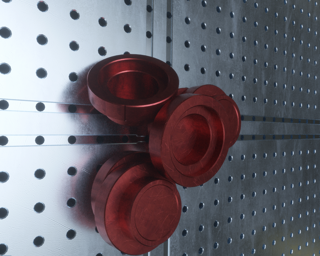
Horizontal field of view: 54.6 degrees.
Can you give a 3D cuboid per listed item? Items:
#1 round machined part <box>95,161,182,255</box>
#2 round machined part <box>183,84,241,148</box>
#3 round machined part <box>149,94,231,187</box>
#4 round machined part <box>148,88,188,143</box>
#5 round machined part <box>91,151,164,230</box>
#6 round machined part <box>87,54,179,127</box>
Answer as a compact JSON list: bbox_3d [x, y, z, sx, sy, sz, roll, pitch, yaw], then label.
[{"bbox_3d":[-0.015,0.085,0.329,0.099,0.042,0.097,0,90,-40],"label":"round machined part"},{"bbox_3d":[0.066,-0.007,0.397,0.099,0.042,0.097,1,89,-40],"label":"round machined part"},{"bbox_3d":[0.028,0.011,0.337,0.099,0.042,0.097,-8,103,-36],"label":"round machined part"},{"bbox_3d":[0.036,-0.003,0.400,0.099,0.042,0.097,0,90,-40],"label":"round machined part"},{"bbox_3d":[-0.024,0.076,0.350,0.099,0.042,0.097,0,90,-40],"label":"round machined part"},{"bbox_3d":[-0.030,-0.039,0.347,0.099,0.098,0.042,-34,147,-35],"label":"round machined part"}]
